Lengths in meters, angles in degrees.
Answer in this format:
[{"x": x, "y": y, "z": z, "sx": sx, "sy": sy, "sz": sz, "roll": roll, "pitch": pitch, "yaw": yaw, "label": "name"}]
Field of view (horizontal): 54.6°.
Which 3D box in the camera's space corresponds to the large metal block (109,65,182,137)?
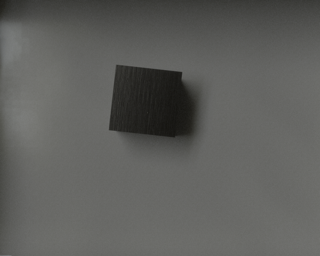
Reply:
[{"x": -0.017, "y": -0.033, "z": 0.399, "sx": 0.080, "sy": 0.050, "sz": 0.080, "roll": 6, "pitch": 90, "yaw": 0, "label": "large metal block"}]
